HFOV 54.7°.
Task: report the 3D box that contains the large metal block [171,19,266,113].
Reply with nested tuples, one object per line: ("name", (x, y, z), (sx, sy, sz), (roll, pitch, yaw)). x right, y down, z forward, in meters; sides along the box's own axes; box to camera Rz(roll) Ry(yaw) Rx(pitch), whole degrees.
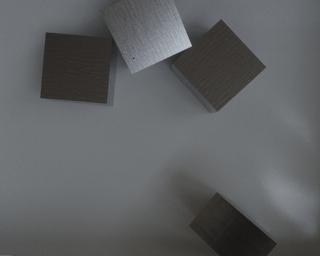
("large metal block", (0.072, -0.076, 0.399), (0.080, 0.050, 0.080), (-43, 90, 0))

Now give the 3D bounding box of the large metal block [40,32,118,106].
("large metal block", (-0.101, -0.072, 0.398), (0.080, 0.050, 0.080), (5, 90, 0))

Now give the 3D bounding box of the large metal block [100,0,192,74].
("large metal block", (-0.017, -0.124, 0.384), (0.080, 0.050, 0.080), (-25, 110, 4))

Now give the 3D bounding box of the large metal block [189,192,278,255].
("large metal block", (0.091, 0.126, 0.371), (0.080, 0.080, 0.050), (40, 90, 27))
